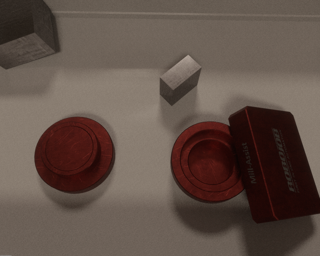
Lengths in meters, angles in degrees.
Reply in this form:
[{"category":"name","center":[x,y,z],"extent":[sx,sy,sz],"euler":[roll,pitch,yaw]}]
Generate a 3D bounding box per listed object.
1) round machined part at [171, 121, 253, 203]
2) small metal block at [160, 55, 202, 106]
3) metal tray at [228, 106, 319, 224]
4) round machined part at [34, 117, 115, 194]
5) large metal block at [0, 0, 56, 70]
[{"category":"round machined part","center":[0.062,0.044,0.385],"extent":[0.099,0.042,0.098],"euler":[0,70,-1]},{"category":"small metal block","center":[0.027,-0.063,0.420],"extent":[0.050,0.050,0.025],"euler":[-40,75,-13]},{"category":"metal tray","center":[0.137,0.042,0.371],"extent":[0.091,0.030,0.129],"euler":[4,66,-33]},{"category":"round machined part","center":[-0.108,0.031,0.388],"extent":[0.099,0.042,0.098],"euler":[0,70,-1]},{"category":"large metal block","center":[-0.202,-0.140,0.436],"extent":[0.080,0.050,0.080],"euler":[-17,71,8]}]
